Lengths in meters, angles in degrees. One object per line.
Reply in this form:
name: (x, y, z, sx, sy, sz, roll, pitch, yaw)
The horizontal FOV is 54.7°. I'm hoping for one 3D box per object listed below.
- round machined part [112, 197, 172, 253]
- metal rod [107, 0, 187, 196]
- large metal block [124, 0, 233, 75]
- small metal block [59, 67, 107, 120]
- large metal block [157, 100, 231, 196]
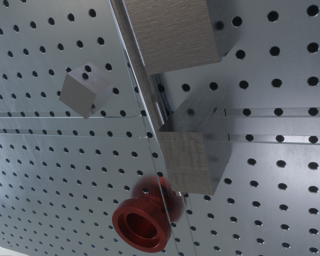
round machined part: (-0.026, 0.154, 0.509, 0.098, 0.042, 0.097, 13, 124, 21)
metal rod: (-0.012, -0.040, 0.392, 0.025, 0.025, 0.298, -4, 117, 30)
large metal block: (0.021, -0.106, 0.318, 0.080, 0.050, 0.080, -5, 116, 30)
small metal block: (-0.110, -0.049, 0.439, 0.050, 0.025, 0.050, 36, 129, 4)
large metal block: (0.044, 0.020, 0.365, 0.050, 0.080, 0.080, 1, 119, 28)
